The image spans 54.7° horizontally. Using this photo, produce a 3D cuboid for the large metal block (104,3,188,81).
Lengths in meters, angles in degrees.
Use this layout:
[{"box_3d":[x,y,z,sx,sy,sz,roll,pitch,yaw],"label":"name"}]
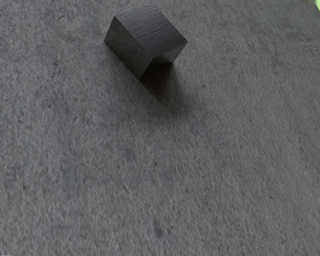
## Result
[{"box_3d":[-0.020,-0.128,0.456,0.080,0.050,0.081,49,51,6],"label":"large metal block"}]
